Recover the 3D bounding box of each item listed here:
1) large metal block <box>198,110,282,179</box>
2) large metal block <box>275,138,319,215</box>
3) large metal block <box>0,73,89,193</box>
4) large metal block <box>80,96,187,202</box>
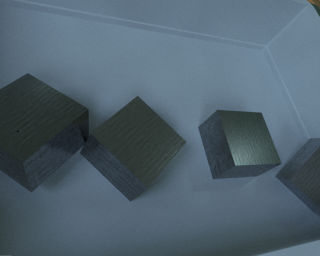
[{"bbox_3d":[0.110,0.023,0.434,0.081,0.050,0.080,2,61,-28],"label":"large metal block"},{"bbox_3d":[0.233,0.071,0.448,0.080,0.050,0.080,44,86,2],"label":"large metal block"},{"bbox_3d":[-0.128,0.002,0.305,0.080,0.050,0.080,30,50,14],"label":"large metal block"},{"bbox_3d":[-0.030,0.023,0.359,0.080,0.050,0.080,44,51,2],"label":"large metal block"}]
